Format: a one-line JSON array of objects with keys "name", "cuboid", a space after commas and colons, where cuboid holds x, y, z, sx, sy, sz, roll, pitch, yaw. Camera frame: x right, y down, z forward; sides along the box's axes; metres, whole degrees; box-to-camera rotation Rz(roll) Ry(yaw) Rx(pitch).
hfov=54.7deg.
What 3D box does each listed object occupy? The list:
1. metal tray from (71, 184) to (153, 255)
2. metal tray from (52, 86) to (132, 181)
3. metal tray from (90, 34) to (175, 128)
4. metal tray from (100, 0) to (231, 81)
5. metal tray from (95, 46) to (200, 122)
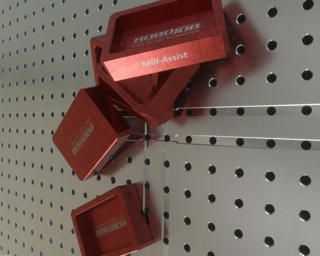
[{"name": "metal tray", "cuboid": [-0.077, 0.148, 0.467, 0.130, 0.030, 0.090, -32, 70, 35]}, {"name": "metal tray", "cuboid": [-0.107, 0.011, 0.468, 0.090, 0.030, 0.129, 52, 128, 12]}, {"name": "metal tray", "cuboid": [-0.038, -0.066, 0.412, 0.130, 0.030, 0.089, 28, 133, 36]}, {"name": "metal tray", "cuboid": [0.005, -0.104, 0.340, 0.130, 0.030, 0.090, -10, 50, 14]}, {"name": "metal tray", "cuboid": [-0.022, -0.078, 0.393, 0.090, 0.030, 0.130, -53, 49, 7]}]
